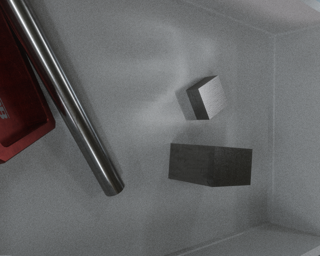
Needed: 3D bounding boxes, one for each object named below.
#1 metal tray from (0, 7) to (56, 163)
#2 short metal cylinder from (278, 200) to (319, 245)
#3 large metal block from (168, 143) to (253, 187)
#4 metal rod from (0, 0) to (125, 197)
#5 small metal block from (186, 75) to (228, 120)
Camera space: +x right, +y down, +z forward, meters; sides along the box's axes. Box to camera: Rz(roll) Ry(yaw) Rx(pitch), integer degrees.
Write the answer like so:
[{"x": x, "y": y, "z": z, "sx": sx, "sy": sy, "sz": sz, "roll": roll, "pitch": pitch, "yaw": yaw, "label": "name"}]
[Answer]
[{"x": -0.142, "y": -0.042, "z": 0.252, "sx": 0.090, "sy": 0.030, "sz": 0.129, "roll": -66, "pitch": 139, "yaw": -69, "label": "metal tray"}, {"x": 0.287, "y": 0.193, "z": 0.639, "sx": 0.081, "sy": 0.050, "sz": 0.079, "roll": 0, "pitch": 90, "yaw": -40, "label": "short metal cylinder"}, {"x": 0.070, "y": 0.050, "z": 0.432, "sx": 0.081, "sy": 0.080, "sz": 0.050, "roll": 7, "pitch": 86, "yaw": -40, "label": "large metal block"}, {"x": -0.103, "y": -0.052, "z": 0.298, "sx": 0.025, "sy": 0.025, "sz": 0.299, "roll": -40, "pitch": 122, "yaw": -33, "label": "metal rod"}, {"x": 0.072, "y": -0.046, "z": 0.470, "sx": 0.050, "sy": 0.025, "sz": 0.050, "roll": -36, "pitch": 113, "yaw": -34, "label": "small metal block"}]
